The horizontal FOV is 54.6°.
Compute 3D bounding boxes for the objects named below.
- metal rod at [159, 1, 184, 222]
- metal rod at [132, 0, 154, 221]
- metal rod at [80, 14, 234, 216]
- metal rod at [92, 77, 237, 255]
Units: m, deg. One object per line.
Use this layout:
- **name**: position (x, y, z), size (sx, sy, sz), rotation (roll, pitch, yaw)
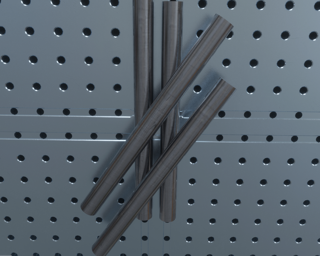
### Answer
- **metal rod**: position (0.013, -0.007, 0.411), size (0.025, 0.025, 0.298), rotation (1, 110, 0)
- **metal rod**: position (-0.022, -0.010, 0.410), size (0.025, 0.025, 0.298), rotation (1, 110, 0)
- **metal rod**: position (-0.013, -0.004, 0.386), size (0.025, 0.025, 0.299), rotation (33, 107, -11)
- **metal rod**: position (-0.003, 0.062, 0.409), size (0.025, 0.025, 0.299), rotation (33, 106, -11)
